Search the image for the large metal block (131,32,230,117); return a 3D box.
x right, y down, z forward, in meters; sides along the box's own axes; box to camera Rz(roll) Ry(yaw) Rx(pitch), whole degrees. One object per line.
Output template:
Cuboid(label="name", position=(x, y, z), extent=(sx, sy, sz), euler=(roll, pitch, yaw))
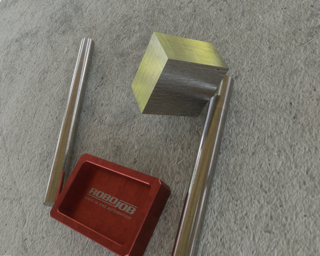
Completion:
Cuboid(label="large metal block", position=(0.021, -0.061, 0.372), extent=(0.079, 0.081, 0.050), euler=(-61, 38, 40))

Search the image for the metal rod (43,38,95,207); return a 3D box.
Cuboid(label="metal rod", position=(-0.138, -0.026, 0.489), extent=(0.025, 0.025, 0.299), euler=(-11, 57, 22))

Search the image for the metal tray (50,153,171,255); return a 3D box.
Cuboid(label="metal tray", position=(-0.062, 0.090, 0.376), extent=(0.130, 0.030, 0.090), euler=(14, 68, 33))

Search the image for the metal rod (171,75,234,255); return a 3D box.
Cuboid(label="metal rod", position=(0.042, 0.071, 0.337), extent=(0.025, 0.025, 0.300), euler=(3, 63, 29))
